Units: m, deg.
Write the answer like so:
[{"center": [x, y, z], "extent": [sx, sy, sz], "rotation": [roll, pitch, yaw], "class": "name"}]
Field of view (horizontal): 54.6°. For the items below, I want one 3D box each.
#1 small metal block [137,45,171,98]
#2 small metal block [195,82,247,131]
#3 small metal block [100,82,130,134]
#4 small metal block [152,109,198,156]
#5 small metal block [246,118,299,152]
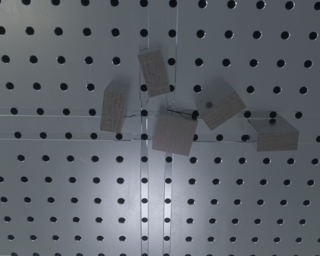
[{"center": [-0.006, -0.070, 0.374], "extent": [0.025, 0.050, 0.050], "rotation": [-14, 110, 5], "class": "small metal block"}, {"center": [0.075, -0.028, 0.390], "extent": [0.050, 0.050, 0.025], "rotation": [-35, 106, 12], "class": "small metal block"}, {"center": [-0.056, -0.027, 0.390], "extent": [0.025, 0.050, 0.050], "rotation": [9, 110, -3], "class": "small metal block"}, {"center": [0.019, 0.006, 0.416], "extent": [0.050, 0.025, 0.050], "rotation": [11, 110, -4], "class": "small metal block"}, {"center": [0.145, 0.008, 0.404], "extent": [0.050, 0.050, 0.025], "rotation": [-2, 110, 1], "class": "small metal block"}]
